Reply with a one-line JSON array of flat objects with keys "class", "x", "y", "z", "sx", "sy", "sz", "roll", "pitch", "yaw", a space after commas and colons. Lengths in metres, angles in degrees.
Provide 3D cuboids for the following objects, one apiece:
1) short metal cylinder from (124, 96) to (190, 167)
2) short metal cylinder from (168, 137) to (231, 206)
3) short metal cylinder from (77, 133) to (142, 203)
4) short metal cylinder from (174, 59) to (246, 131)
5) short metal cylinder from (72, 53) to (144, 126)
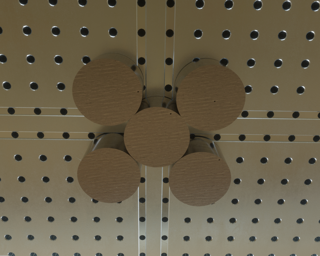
[{"class": "short metal cylinder", "x": -0.004, "y": 0.004, "z": 0.401, "sx": 0.081, "sy": 0.050, "sz": 0.079, "roll": 0, "pitch": 110, "yaw": -1}, {"class": "short metal cylinder", "x": 0.051, "y": 0.058, "z": 0.422, "sx": 0.081, "sy": 0.050, "sz": 0.079, "roll": 0, "pitch": 110, "yaw": -1}, {"class": "short metal cylinder", "x": -0.065, "y": 0.053, "z": 0.418, "sx": 0.081, "sy": 0.050, "sz": 0.079, "roll": 0, "pitch": 110, "yaw": -1}, {"class": "short metal cylinder", "x": 0.059, "y": -0.042, "z": 0.383, "sx": 0.081, "sy": 0.050, "sz": 0.079, "roll": 0, "pitch": 110, "yaw": -1}, {"class": "short metal cylinder", "x": -0.061, "y": -0.049, "z": 0.381, "sx": 0.081, "sy": 0.050, "sz": 0.079, "roll": 0, "pitch": 110, "yaw": -1}]
